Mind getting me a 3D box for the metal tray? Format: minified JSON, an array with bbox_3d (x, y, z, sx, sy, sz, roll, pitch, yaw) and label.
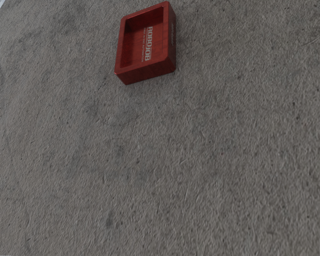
[{"bbox_3d":[-0.022,-0.137,0.497,0.090,0.030,0.130,-12,56,21],"label":"metal tray"}]
